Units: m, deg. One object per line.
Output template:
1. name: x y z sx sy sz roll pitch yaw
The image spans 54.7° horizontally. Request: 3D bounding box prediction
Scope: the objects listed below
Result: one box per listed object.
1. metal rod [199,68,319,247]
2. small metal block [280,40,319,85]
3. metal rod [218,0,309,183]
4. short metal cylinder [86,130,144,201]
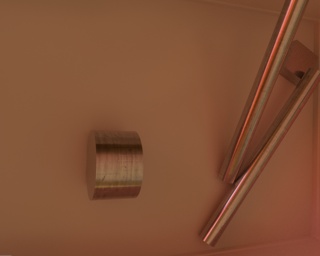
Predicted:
1. metal rod: 0.151 0.038 0.454 0.025 0.025 0.300 37 83 -17
2. small metal block: 0.217 -0.103 0.493 0.050 0.025 0.050 30 80 -18
3. metal rod: 0.134 -0.060 0.396 0.025 0.025 0.298 7 113 -20
4. short metal cylinder: -0.055 0.043 0.362 0.050 0.080 0.079 2 90 -20
